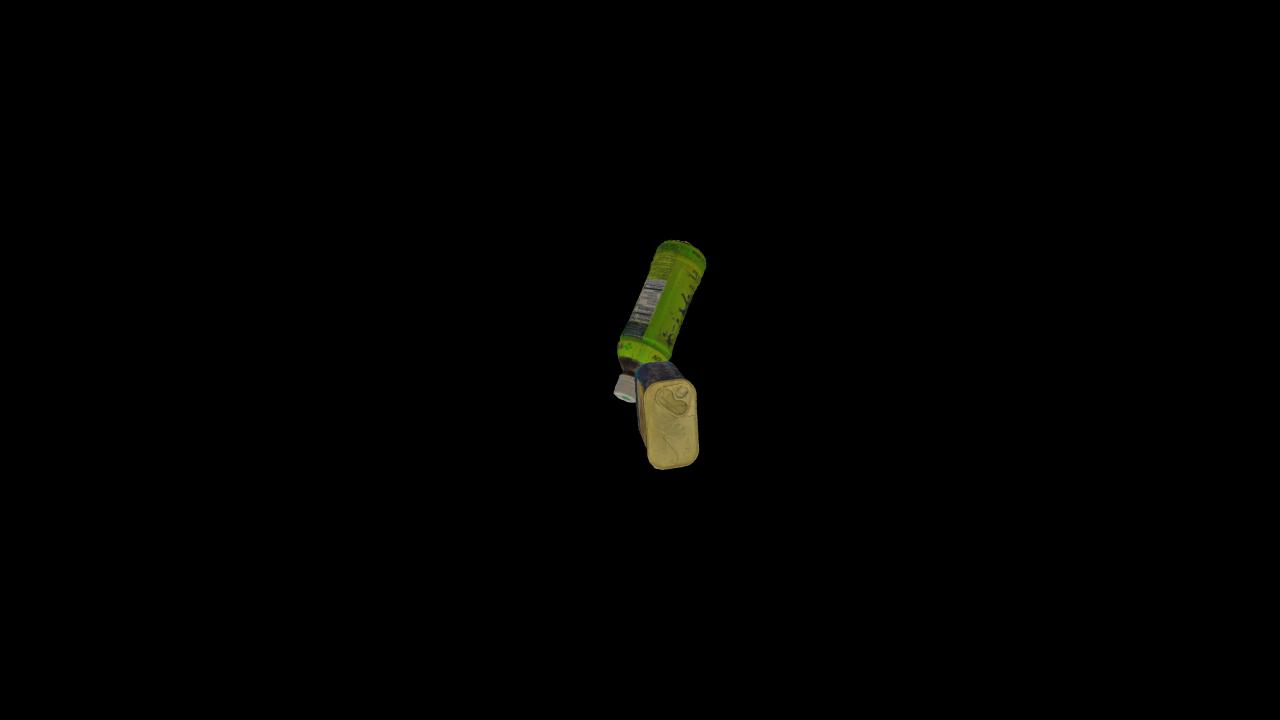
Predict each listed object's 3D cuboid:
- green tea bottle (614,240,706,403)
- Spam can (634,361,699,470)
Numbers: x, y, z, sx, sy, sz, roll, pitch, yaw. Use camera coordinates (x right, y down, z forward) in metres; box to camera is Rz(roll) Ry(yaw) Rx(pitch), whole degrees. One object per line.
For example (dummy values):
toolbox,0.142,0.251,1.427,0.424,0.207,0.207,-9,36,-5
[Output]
green tea bottle,0.018,-0.047,0.770,0.073,0.212,0.073,22,-19,8
Spam can,0.027,0.059,0.693,0.058,0.101,0.085,-6,16,-8
